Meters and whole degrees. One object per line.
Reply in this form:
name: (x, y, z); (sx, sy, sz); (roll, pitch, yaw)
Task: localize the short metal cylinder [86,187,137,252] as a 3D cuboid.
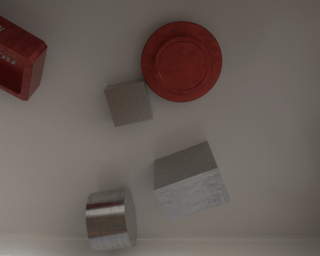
short metal cylinder: (-0.065, 0.126, 0.428); (0.050, 0.080, 0.079); (-9, 110, 3)

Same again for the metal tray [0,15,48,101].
metal tray: (-0.198, -0.092, 0.345); (0.131, 0.030, 0.090); (30, 146, -11)

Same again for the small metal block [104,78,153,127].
small metal block: (-0.039, -0.033, 0.399); (0.050, 0.025, 0.050); (-12, 110, 4)

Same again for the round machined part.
round machined part: (0.026, -0.077, 0.374); (0.099, 0.042, 0.097); (0, 110, -1)

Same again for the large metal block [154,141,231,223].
large metal block: (0.039, 0.067, 0.407); (0.080, 0.080, 0.050); (-21, 109, 7)
